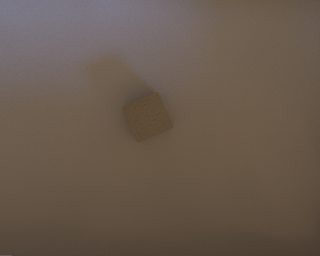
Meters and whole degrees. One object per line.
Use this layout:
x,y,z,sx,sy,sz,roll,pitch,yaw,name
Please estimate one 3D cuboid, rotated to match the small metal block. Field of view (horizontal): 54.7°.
-0.016,-0.014,0.408,0.050,0.025,0.050,-23,90,-1,small metal block
